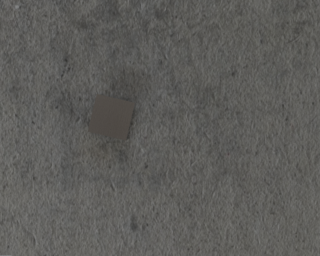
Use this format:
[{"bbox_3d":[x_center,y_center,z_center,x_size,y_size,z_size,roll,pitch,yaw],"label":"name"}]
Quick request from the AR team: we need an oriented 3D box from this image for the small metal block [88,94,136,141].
[{"bbox_3d":[-0.062,-0.014,0.410,0.050,0.025,0.050,13,90,0],"label":"small metal block"}]
